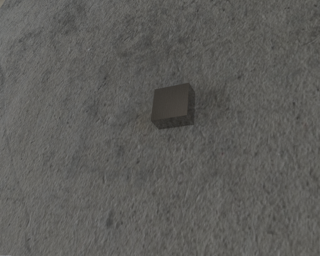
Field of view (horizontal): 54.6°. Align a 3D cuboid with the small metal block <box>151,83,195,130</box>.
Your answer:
[{"bbox_3d":[0.018,-0.029,0.413,0.050,0.025,0.050,-8,58,24],"label":"small metal block"}]
